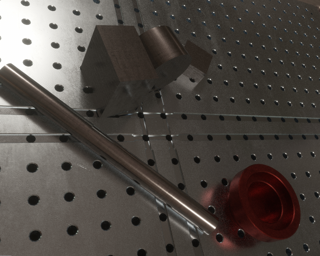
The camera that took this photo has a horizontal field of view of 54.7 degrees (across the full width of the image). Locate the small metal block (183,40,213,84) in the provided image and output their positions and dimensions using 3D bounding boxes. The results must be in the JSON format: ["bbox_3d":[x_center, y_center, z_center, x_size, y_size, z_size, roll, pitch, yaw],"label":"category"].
[{"bbox_3d":[0.054,-0.109,0.506,0.050,0.025,0.050,30,52,-9],"label":"small metal block"}]

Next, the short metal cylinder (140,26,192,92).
[{"bbox_3d":[-0.003,-0.094,0.430,0.081,0.080,0.050,-23,75,-37],"label":"short metal cylinder"}]

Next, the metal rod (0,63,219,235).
[{"bbox_3d":[-0.057,0.027,0.361,0.301,0.025,0.025,37,51,-4],"label":"metal rod"}]

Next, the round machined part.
[{"bbox_3d":[0.132,0.100,0.409,0.099,0.042,0.098,14,56,-21],"label":"round machined part"}]

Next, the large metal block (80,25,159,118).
[{"bbox_3d":[-0.054,-0.069,0.387,0.050,0.080,0.080,-11,68,-33],"label":"large metal block"}]
